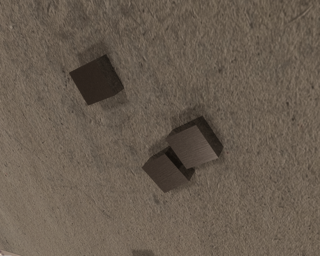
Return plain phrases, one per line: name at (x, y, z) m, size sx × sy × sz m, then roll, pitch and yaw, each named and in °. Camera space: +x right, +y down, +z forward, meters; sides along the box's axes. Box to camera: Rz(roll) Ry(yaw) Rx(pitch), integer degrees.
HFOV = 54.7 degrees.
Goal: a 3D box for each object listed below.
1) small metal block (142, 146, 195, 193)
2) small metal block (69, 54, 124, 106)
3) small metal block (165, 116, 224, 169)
small metal block at (0.012, 0.058, 0.435) m, size 0.050 × 0.025 × 0.050 m, roll 49°, pitch 128°, yaw -7°
small metal block at (-0.084, -0.063, 0.410) m, size 0.050 × 0.025 × 0.050 m, roll -15°, pitch 111°, yaw 34°
small metal block at (0.044, 0.019, 0.395) m, size 0.050 × 0.025 × 0.050 m, roll -27°, pitch 104°, yaw 37°
